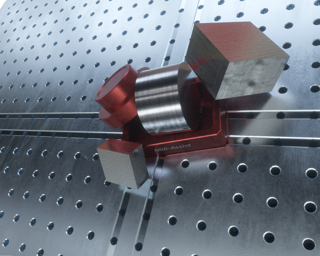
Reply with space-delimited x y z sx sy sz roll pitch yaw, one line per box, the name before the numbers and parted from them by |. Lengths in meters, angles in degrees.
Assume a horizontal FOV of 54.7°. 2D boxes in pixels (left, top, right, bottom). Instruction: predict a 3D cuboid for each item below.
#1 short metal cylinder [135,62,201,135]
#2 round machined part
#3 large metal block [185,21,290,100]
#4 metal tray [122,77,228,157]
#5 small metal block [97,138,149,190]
short metal cylinder | 0.012 -0.033 0.366 0.050 0.080 0.080 -8 58 23
round machined part | -0.051 -0.049 0.425 0.098 0.042 0.098 -36 26 21
large metal block | 0.087 -0.083 0.367 0.081 0.050 0.080 -10 49 -22
metal tray | 0.017 -0.014 0.402 0.130 0.030 0.090 -10 57 22
small metal block | -0.045 0.043 0.381 0.050 0.050 0.025 8 31 32
